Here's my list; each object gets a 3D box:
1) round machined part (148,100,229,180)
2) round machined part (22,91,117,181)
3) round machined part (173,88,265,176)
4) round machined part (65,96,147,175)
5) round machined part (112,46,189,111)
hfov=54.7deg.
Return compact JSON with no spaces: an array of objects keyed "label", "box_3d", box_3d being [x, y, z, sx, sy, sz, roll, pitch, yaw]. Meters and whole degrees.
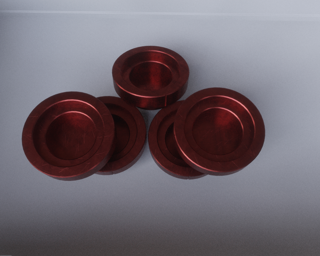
[{"label":"round machined part","box_3d":[0.035,0.017,0.393,0.099,0.042,0.098,0,70,0]},{"label":"round machined part","box_3d":[-0.098,0.011,0.350,0.099,0.042,0.098,0,70,0]},{"label":"round machined part","box_3d":[0.064,0.007,0.353,0.099,0.042,0.098,0,70,0]},{"label":"round machined part","box_3d":[-0.066,0.012,0.394,0.099,0.042,0.098,0,70,0]},{"label":"round machined part","box_3d":[-0.012,-0.062,0.411,0.099,0.042,0.098,1,52,-1]}]
